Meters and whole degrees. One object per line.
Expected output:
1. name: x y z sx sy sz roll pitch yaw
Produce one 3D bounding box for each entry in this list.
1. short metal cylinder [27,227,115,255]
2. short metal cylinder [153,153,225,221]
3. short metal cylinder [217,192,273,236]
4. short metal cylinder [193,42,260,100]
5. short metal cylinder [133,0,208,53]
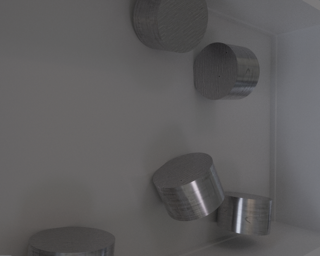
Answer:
1. short metal cylinder: -0.086 0.132 0.299 0.081 0.080 0.050 6 86 -40
2. short metal cylinder: 0.038 0.074 0.402 0.081 0.080 0.050 -35 112 -34
3. short metal cylinder: 0.131 0.130 0.480 0.081 0.080 0.050 10 84 -40
4. short metal cylinder: 0.095 -0.081 0.450 0.050 0.080 0.079 -5 93 -40
5. short metal cylinder: 0.014 -0.137 0.388 0.081 0.050 0.079 -15 115 -35
